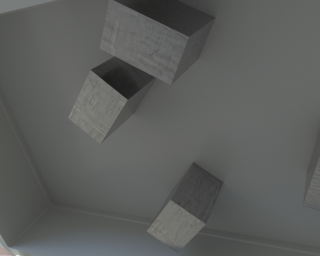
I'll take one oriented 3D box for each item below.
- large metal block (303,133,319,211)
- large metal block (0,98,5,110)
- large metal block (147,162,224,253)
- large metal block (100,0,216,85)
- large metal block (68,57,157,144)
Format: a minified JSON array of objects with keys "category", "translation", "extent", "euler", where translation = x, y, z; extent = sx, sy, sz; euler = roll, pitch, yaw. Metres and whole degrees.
[{"category":"large metal block","translation":[0.197,0.047,0.310],"extent":[0.080,0.050,0.080],"euler":[12,133,21]},{"category":"large metal block","translation":[-0.331,-0.060,0.533],"extent":[0.080,0.050,0.080],"euler":[1,119,28]},{"category":"large metal block","translation":[0.035,0.107,0.421],"extent":[0.050,0.080,0.079],"euler":[34,129,6]},{"category":"large metal block","translation":[-0.001,-0.097,0.314],"extent":[0.080,0.080,0.050],"euler":[29,128,10]},{"category":"large metal block","translation":[-0.055,-0.040,0.378],"extent":[0.050,0.080,0.080],"euler":[39,129,1]}]
